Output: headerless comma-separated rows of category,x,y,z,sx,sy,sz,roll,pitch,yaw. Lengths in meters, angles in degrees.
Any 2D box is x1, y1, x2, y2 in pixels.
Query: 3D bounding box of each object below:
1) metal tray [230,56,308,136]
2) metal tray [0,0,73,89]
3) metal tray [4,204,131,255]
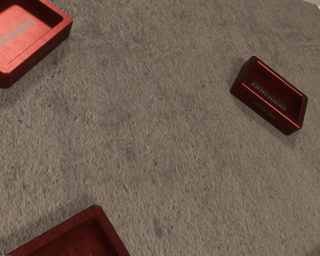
metal tray,0.194,-0.058,0.543,0.130,0.030,0.090,37,51,-4
metal tray,-0.181,-0.117,0.375,0.090,0.030,0.130,34,51,-6
metal tray,-0.089,0.138,0.268,0.131,0.030,0.090,-25,76,-37
